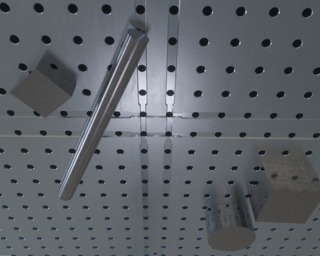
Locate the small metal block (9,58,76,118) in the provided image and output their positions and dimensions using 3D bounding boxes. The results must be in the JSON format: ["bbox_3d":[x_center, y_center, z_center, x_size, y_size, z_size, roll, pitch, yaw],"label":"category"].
[{"bbox_3d":[-0.139,-0.047,0.371,0.050,0.025,0.050,-33,123,24],"label":"small metal block"}]

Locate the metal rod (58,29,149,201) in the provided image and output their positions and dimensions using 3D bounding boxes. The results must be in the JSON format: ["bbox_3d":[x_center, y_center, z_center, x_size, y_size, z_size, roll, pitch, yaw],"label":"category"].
[{"bbox_3d":[-0.088,0.005,0.414,0.025,0.025,0.298,20,127,-17],"label":"metal rod"}]

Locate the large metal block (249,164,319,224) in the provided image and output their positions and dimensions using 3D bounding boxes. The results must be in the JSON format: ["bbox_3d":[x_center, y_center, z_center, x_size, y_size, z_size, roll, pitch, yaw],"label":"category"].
[{"bbox_3d":[0.195,0.105,0.487,0.081,0.050,0.079,4,130,-3],"label":"large metal block"}]

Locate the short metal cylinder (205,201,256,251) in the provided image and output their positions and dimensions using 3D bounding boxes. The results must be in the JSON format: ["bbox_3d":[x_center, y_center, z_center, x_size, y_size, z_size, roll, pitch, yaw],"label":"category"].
[{"bbox_3d":[0.122,0.173,0.544,0.081,0.050,0.079,0,130,0],"label":"short metal cylinder"}]
